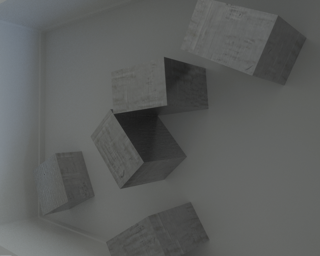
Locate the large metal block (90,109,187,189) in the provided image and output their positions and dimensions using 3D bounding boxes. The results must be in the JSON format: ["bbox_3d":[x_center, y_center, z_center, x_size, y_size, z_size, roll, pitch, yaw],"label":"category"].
[{"bbox_3d":[-0.026,0.024,0.391,0.050,0.081,0.080,-50,61,28],"label":"large metal block"}]

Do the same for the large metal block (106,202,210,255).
[{"bbox_3d":[-0.002,0.136,0.371,0.080,0.081,0.050,-40,66,32],"label":"large metal block"}]

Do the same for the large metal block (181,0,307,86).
[{"bbox_3d":[0.082,-0.083,0.302,0.080,0.081,0.050,31,109,35],"label":"large metal block"}]

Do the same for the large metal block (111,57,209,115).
[{"bbox_3d":[0.000,-0.044,0.369,0.080,0.081,0.050,-6,86,39],"label":"large metal block"}]

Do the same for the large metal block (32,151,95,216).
[{"bbox_3d":[-0.165,0.093,0.523,0.080,0.050,0.080,-32,70,35],"label":"large metal block"}]
